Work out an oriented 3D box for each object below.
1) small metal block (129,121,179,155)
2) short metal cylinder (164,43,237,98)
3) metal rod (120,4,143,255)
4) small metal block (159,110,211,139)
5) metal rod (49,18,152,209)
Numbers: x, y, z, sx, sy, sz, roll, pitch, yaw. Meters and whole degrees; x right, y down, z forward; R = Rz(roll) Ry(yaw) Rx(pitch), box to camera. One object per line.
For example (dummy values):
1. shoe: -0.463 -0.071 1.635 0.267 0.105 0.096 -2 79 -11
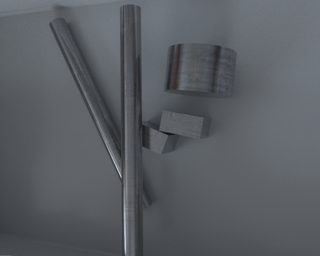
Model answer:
1. small metal block: -0.008 0.011 0.399 0.050 0.050 0.025 22 98 18
2. short metal cylinder: 0.047 -0.065 0.364 0.080 0.080 0.050 7 92 19
3. metal rod: -0.034 0.007 0.368 0.025 0.025 0.298 -1 90 19
4. small metal block: 0.033 -0.004 0.385 0.050 0.050 0.025 12 94 19
5. metal rod: -0.088 -0.024 0.440 0.025 0.025 0.299 -29 81 17
